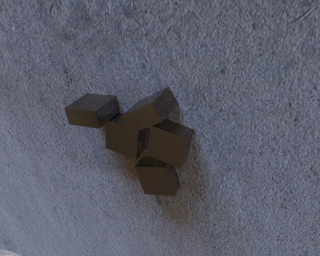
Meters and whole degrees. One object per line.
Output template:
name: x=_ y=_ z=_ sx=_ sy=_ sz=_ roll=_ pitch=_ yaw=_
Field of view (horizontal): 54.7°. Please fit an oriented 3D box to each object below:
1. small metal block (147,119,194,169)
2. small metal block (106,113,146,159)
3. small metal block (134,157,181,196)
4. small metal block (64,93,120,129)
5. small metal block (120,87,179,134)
small metal block: x=0.013 y=0.019 z=0.412 sx=0.050 sy=0.025 sz=0.050 roll=21 pitch=126 yaw=15
small metal block: x=-0.049 y=0.010 z=0.439 sx=0.050 sy=0.025 sz=0.050 roll=18 pitch=126 yaw=17
small metal block: x=-0.003 y=0.070 z=0.452 sx=0.050 sy=0.025 sz=0.050 roll=-3 pitch=117 yaw=29
small metal block: x=-0.092 y=-0.025 z=0.424 sx=0.050 sy=0.050 sz=0.025 roll=7 pitch=122 yaw=24
small metal block: x=-0.012 y=-0.022 z=0.383 sx=0.050 sy=0.050 sz=0.025 roll=-21 pitch=107 yaw=36
